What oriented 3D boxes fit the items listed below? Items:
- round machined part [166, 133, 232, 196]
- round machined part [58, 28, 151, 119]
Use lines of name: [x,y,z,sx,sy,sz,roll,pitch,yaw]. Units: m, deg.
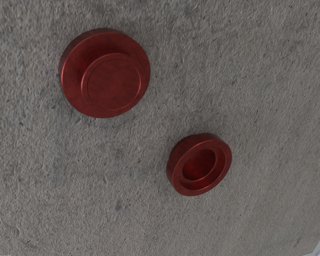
round machined part: [0.053,0.049,0.455,0.099,0.042,0.097,-14,124,-21]
round machined part: [-0.055,-0.053,0.333,0.099,0.042,0.097,-14,124,-21]
